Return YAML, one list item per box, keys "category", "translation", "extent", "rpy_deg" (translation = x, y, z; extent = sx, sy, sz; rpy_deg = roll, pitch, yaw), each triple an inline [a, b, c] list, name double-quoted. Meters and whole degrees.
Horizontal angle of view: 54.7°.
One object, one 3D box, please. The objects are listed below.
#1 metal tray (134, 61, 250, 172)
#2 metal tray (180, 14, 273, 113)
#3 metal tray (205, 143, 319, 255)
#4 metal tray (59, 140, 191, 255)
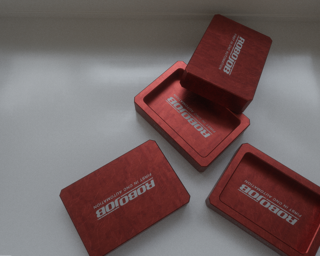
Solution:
- category: "metal tray"
  translation: [0.041, -0.018, 0.413]
  extent: [0.090, 0.030, 0.130]
  rpy_deg: [-42, 76, -14]
- category: "metal tray"
  translation: [0.093, -0.091, 0.421]
  extent: [0.090, 0.030, 0.130]
  rpy_deg: [26, 57, 3]
- category: "metal tray"
  translation: [0.134, 0.090, 0.375]
  extent: [0.130, 0.030, 0.090]
  rpy_deg: [33, 73, 11]
- category: "metal tray"
  translation: [-0.041, 0.084, 0.376]
  extent: [0.131, 0.030, 0.090]
  rpy_deg: [-30, 73, -11]
